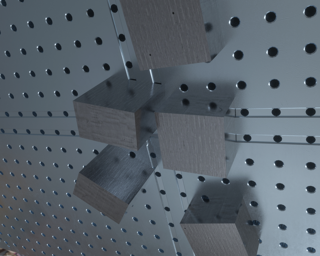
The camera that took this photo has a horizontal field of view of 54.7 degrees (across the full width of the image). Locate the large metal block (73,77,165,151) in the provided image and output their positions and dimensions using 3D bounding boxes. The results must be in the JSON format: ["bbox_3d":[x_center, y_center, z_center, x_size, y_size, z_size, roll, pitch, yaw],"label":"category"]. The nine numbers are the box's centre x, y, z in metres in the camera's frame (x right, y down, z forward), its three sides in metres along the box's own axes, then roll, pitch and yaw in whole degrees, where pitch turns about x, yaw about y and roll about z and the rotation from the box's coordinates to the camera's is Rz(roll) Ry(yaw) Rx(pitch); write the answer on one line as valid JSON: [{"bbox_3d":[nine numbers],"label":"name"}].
[{"bbox_3d":[-0.046,-0.021,0.385,0.080,0.080,0.050,12,123,21],"label":"large metal block"}]

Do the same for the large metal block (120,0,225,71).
[{"bbox_3d":[0.014,-0.110,0.319,0.080,0.050,0.080,-2,118,28],"label":"large metal block"}]

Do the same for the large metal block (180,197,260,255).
[{"bbox_3d":[0.086,0.148,0.440,0.080,0.050,0.080,-12,113,33],"label":"large metal block"}]

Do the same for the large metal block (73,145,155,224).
[{"bbox_3d":[-0.067,0.079,0.458,0.080,0.080,0.050,31,128,7],"label":"large metal block"}]

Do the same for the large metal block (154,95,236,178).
[{"bbox_3d":[0.046,0.008,0.375,0.080,0.050,0.079,5,121,25],"label":"large metal block"}]
